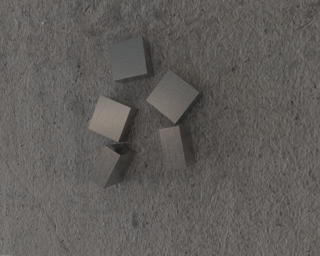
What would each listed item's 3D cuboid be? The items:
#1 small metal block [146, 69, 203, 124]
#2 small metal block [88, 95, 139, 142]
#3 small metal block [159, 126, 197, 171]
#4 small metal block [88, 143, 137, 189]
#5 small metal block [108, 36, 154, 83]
[{"bbox_3d":[0.020,-0.040,0.402,0.050,0.025,0.050,40,103,15],"label":"small metal block"},{"bbox_3d":[-0.065,-0.013,0.432,0.050,0.025,0.050,23,98,18],"label":"small metal block"},{"bbox_3d":[0.023,0.024,0.387,0.025,0.050,0.050,-11,86,20],"label":"small metal block"},{"bbox_3d":[-0.063,0.050,0.418,0.025,0.050,0.050,31,100,17],"label":"small metal block"},{"bbox_3d":[-0.039,-0.092,0.423,0.050,0.025,0.050,-9,87,19],"label":"small metal block"}]
